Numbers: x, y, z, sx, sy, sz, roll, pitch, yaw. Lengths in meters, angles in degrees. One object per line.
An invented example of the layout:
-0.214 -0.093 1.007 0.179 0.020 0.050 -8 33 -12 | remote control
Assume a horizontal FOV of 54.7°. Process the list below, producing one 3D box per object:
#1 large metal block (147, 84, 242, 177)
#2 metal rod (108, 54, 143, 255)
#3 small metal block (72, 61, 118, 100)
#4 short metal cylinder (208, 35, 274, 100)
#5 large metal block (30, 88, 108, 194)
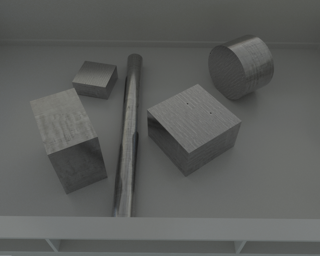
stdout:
0.040 0.001 0.389 0.081 0.050 0.080 -29 56 -22 | large metal block
-0.039 0.006 0.399 0.025 0.025 0.300 0 50 0 | metal rod
-0.096 -0.072 0.465 0.050 0.025 0.050 10 51 8 | small metal block
0.114 -0.087 0.444 0.050 0.080 0.080 -25 55 -20 | short metal cylinder
-0.103 0.015 0.355 0.050 0.080 0.080 -21 53 -17 | large metal block
